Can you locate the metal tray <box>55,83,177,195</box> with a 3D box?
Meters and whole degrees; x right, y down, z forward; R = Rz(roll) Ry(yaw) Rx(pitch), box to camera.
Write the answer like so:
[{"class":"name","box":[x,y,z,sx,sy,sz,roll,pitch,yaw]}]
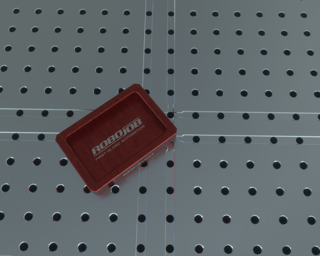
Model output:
[{"class":"metal tray","box":[-0.055,0.013,0.404,0.130,0.030,0.090,-36,74,-12]}]
